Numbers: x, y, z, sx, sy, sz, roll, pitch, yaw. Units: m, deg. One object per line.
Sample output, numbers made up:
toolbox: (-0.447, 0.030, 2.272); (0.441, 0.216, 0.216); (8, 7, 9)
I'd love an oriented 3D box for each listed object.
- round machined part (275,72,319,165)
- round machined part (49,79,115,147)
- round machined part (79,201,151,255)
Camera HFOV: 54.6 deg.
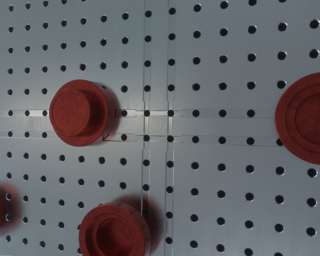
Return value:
round machined part: (0.179, -0.010, 0.340); (0.098, 0.042, 0.097); (0, 90, 20)
round machined part: (-0.118, -0.022, 0.446); (0.098, 0.042, 0.097); (0, 90, 20)
round machined part: (-0.058, 0.149, 0.424); (0.098, 0.042, 0.097); (0, 90, 20)
